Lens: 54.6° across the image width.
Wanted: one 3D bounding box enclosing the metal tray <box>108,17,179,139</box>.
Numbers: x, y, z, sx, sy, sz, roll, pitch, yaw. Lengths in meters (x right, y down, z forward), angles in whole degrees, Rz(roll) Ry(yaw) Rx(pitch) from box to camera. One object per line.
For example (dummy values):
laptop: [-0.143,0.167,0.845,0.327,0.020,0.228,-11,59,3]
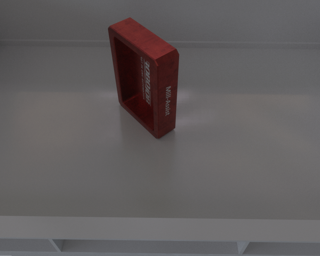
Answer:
metal tray: [-0.020,-0.058,0.385,0.030,0.129,0.090,-33,58,-24]
